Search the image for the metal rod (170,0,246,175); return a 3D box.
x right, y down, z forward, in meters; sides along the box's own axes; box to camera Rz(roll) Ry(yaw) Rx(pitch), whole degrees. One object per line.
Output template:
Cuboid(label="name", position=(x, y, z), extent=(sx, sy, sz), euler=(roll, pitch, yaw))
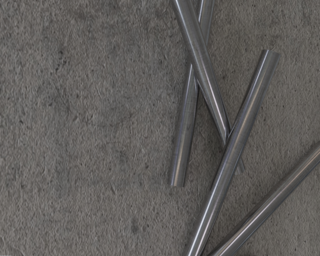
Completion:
Cuboid(label="metal rod", position=(0.059, -0.069, 0.402), extent=(0.025, 0.025, 0.299), euler=(-28, 110, -18))

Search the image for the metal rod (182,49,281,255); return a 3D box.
Cuboid(label="metal rod", position=(0.092, 0.043, 0.411), extent=(0.025, 0.025, 0.298), euler=(18, 96, -19))

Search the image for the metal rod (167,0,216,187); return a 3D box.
Cuboid(label="metal rod", position=(0.047, -0.070, 0.425), extent=(0.025, 0.025, 0.298), euler=(11, 86, -20))

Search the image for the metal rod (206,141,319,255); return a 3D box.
Cuboid(label="metal rod", position=(0.157, 0.116, 0.454), extent=(0.301, 0.025, 0.025), euler=(-37, 102, -21))
